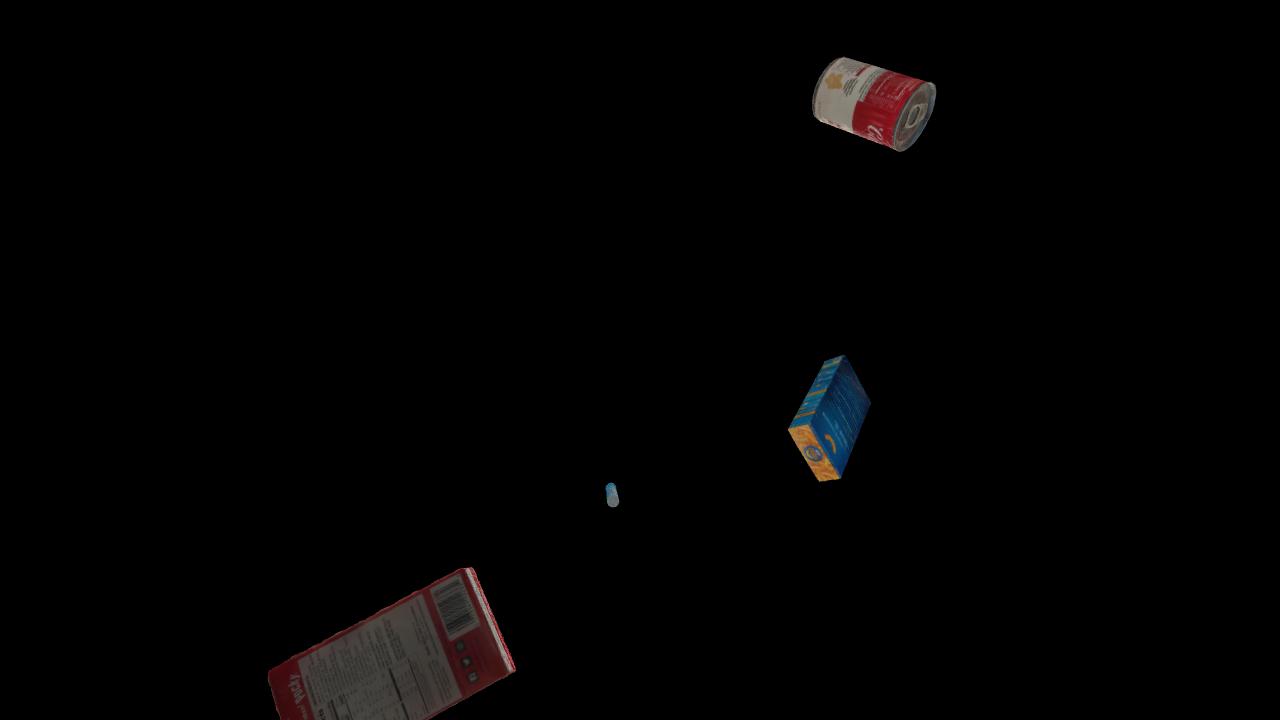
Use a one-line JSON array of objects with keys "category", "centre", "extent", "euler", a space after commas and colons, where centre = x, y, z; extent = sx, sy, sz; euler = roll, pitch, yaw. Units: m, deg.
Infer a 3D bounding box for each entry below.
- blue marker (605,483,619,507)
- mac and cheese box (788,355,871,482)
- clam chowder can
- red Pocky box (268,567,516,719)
[{"category": "blue marker", "centre": [-0.046, 0.218, 1.000], "extent": [0.020, 0.020, 0.121], "euler": [0, -2, -4]}, {"category": "mac and cheese box", "centre": [0.274, 0.078, 0.875], "extent": [0.041, 0.093, 0.184], "euler": [-20, 16, 41]}, {"category": "clam chowder can", "centre": [0.239, -0.265, 0.635], "extent": [0.102, 0.068, 0.068], "euler": [38, 22, 32]}, {"category": "red Pocky box", "centre": [-0.176, 0.221, 0.439], "extent": [0.155, 0.083, 0.028], "euler": [-27, -15, -5]}]
